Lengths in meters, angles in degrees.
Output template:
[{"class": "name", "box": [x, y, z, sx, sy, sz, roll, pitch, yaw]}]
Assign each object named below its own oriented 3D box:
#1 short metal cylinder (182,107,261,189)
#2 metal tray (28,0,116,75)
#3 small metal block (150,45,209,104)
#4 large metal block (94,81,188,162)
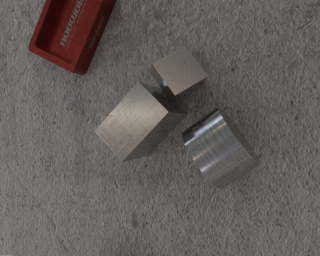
[{"class": "short metal cylinder", "box": [0.070, 0.022, 0.355, 0.050, 0.080, 0.080, -37, 78, 16]}, {"class": "metal tray", "box": [-0.128, -0.154, 0.451, 0.090, 0.030, 0.129, 28, 99, 17]}, {"class": "small metal block", "box": [0.023, -0.067, 0.389, 0.050, 0.025, 0.050, -32, 78, -15]}, {"class": "large metal block", "box": [-0.020, -0.007, 0.387, 0.050, 0.080, 0.080, 46, 104, 14]}]
